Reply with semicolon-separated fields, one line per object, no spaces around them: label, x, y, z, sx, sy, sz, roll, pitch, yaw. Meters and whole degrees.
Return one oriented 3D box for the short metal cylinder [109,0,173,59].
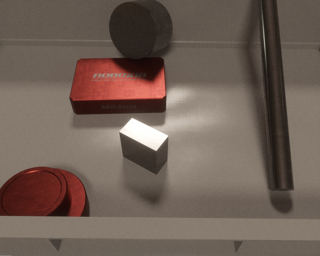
short metal cylinder;-0.028;-0.149;0.464;0.080;0.079;0.050;24;35;19

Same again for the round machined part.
round machined part;-0.126;0.079;0.319;0.099;0.042;0.098;0;43;0

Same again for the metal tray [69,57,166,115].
metal tray;-0.058;-0.064;0.455;0.131;0.030;0.090;-1;50;-2

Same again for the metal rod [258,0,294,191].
metal rod;0.144;-0.072;0.396;0.025;0.025;0.299;2;72;1

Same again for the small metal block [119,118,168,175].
small metal block;-0.019;0.022;0.370;0.050;0.050;0.025;26;55;20
